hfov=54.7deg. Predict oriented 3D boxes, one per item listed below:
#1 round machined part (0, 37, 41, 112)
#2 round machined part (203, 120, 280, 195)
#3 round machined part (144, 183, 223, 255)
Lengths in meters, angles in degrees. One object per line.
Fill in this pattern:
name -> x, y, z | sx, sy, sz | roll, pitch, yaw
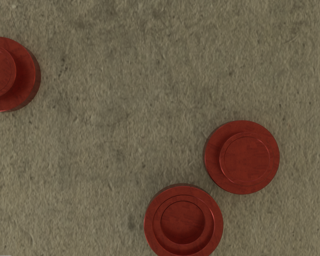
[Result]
round machined part -> -0.211, -0.070, 0.399 | 0.099, 0.042, 0.097 | 0, 90, -1
round machined part -> 0.108, 0.039, 0.403 | 0.099, 0.042, 0.097 | 0, 90, -1
round machined part -> 0.029, 0.120, 0.402 | 0.099, 0.042, 0.097 | 0, 90, -1
